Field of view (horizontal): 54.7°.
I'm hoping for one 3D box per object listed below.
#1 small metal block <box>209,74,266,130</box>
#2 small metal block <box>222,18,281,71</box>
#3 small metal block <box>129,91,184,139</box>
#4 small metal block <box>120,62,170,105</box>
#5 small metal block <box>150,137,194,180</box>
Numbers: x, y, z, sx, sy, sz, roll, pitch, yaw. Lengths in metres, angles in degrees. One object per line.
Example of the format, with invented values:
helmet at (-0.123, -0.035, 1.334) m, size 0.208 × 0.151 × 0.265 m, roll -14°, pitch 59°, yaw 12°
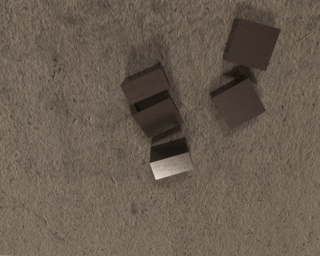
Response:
small metal block at (0.100, -0.033, 0.399) m, size 0.050 × 0.025 × 0.050 m, roll -30°, pitch 108°, yaw 10°
small metal block at (0.109, -0.101, 0.374) m, size 0.050 × 0.025 × 0.050 m, roll 13°, pitch 110°, yaw -5°
small metal block at (-0.004, -0.019, 0.392) m, size 0.050 × 0.025 × 0.050 m, roll -24°, pitch 137°, yaw 8°
small metal block at (-0.017, -0.055, 0.376) m, size 0.050 × 0.050 × 0.025 m, roll -23°, pitch 108°, yaw 7°
small metal block at (0.015, 0.039, 0.411) m, size 0.050 × 0.050 × 0.025 m, roll -16°, pitch 110°, yaw 5°
